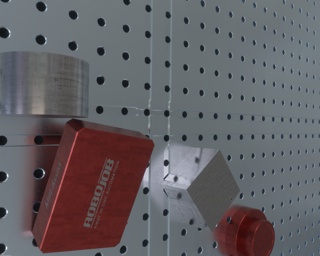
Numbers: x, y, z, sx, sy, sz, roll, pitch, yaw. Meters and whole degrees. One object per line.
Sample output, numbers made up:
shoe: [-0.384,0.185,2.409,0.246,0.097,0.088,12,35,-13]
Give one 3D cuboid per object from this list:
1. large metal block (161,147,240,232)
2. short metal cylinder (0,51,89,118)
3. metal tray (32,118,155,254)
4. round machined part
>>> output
large metal block: [0.060,0.085,0.443,0.080,0.050,0.080,-44,117,-31]
short metal cylinder: [-0.107,-0.035,0.284,0.081,0.080,0.050,1,89,-40]
metal tray: [-0.068,0.062,0.323,0.091,0.030,0.129,13,100,-39]
round machined part: [0.161,0.189,0.534,0.099,0.042,0.097,0,90,-40]
